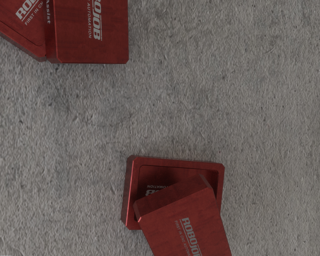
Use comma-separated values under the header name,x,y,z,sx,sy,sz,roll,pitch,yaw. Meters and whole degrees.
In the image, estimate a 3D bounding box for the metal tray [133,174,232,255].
name,x,y,z,sx,sy,sz,roll,pitch,yaw
metal tray,0.031,0.128,0.382,0.090,0.030,0.129,-23,119,-6

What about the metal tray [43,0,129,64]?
name,x,y,z,sx,sy,sz,roll,pitch,yaw
metal tray,-0.082,-0.138,0.349,0.091,0.030,0.129,-9,104,-40

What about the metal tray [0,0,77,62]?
name,x,y,z,sx,sy,sz,roll,pitch,yaw
metal tray,-0.137,-0.154,0.355,0.090,0.030,0.130,35,79,-17

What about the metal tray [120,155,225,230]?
name,x,y,z,sx,sy,sz,roll,pitch,yaw
metal tray,0.019,0.086,0.413,0.131,0.030,0.089,7,88,-20
